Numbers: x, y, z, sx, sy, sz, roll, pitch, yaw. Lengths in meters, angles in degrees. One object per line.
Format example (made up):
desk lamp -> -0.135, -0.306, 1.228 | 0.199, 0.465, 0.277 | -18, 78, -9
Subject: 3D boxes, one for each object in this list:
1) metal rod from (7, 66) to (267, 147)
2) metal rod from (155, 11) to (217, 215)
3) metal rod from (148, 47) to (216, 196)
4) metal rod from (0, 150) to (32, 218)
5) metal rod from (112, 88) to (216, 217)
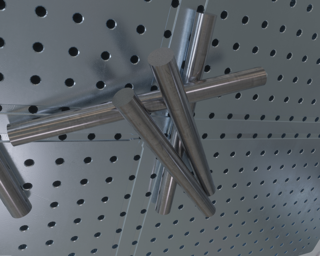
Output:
metal rod -> -0.015, -0.029, 0.361 | 0.302, 0.025, 0.025 | -14, 125, -12
metal rod -> 0.029, -0.002, 0.425 | 0.025, 0.025, 0.298 | -4, 120, -27
metal rod -> 0.041, 0.019, 0.402 | 0.025, 0.025, 0.299 | -33, 142, -6
metal rod -> -0.191, -0.020, 0.294 | 0.025, 0.025, 0.298 | -21, 127, -16
metal rod -> 0.023, 0.054, 0.419 | 0.025, 0.025, 0.300 | -38, 136, -3
